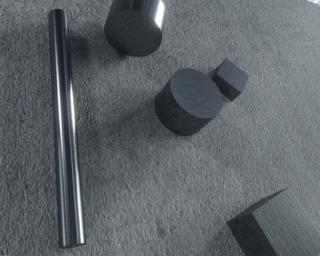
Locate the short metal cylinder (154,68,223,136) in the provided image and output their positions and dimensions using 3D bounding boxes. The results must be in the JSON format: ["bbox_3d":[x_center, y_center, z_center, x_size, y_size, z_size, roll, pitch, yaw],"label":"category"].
[{"bbox_3d":[0.039,-0.036,0.431,0.081,0.050,0.080,14,56,-21],"label":"short metal cylinder"}]

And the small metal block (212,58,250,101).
[{"bbox_3d":[0.115,-0.081,0.515,0.050,0.025,0.050,37,51,-4],"label":"small metal block"}]

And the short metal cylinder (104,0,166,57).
[{"bbox_3d":[-0.034,-0.148,0.441,0.080,0.080,0.050,20,54,-17],"label":"short metal cylinder"}]

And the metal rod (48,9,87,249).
[{"bbox_3d":[-0.110,-0.021,0.356,0.025,0.025,0.299,2,61,-27],"label":"metal rod"}]

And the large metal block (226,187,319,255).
[{"bbox_3d":[0.145,0.131,0.385,0.081,0.050,0.080,-18,72,-35],"label":"large metal block"}]
